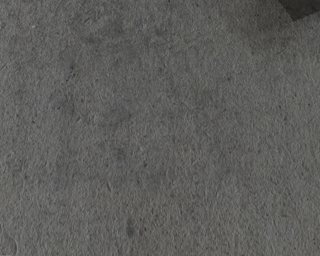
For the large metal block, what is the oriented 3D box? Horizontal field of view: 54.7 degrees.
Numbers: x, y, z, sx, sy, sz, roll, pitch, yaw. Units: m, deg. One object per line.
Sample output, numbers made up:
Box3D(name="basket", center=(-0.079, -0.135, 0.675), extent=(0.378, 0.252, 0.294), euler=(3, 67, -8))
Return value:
Box3D(name="large metal block", center=(0.229, -0.225, 0.478), extent=(0.080, 0.050, 0.080), euler=(-24, 72, -9))
